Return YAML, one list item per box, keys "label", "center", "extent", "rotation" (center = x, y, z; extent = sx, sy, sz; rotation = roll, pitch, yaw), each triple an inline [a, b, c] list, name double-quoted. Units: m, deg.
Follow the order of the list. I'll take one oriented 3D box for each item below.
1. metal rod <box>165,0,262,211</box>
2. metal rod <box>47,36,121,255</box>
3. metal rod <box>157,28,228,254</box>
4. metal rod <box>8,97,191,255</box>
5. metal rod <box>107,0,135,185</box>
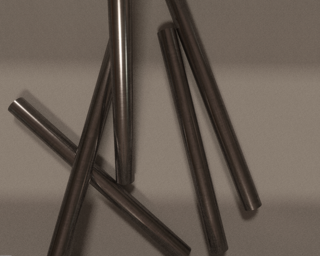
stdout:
- label: "metal rod"
  center: [0.071, -0.035, 0.412]
  extent: [0.025, 0.025, 0.299]
  rotation: [-21, 90, 0]
- label: "metal rod"
  center: [-0.090, 0.026, 0.388]
  extent: [0.025, 0.025, 0.299]
  rotation: [14, 81, -1]
- label: "metal rod"
  center: [0.043, 0.017, 0.412]
  extent: [0.025, 0.025, 0.298]
  rotation: [-14, 90, 0]
- label: "metal rod"
  center: [-0.079, 0.069, 0.410]
  extent: [0.300, 0.025, 0.025]
  rotation: [42, 90, -1]
- label: "metal rod"
  center: [-0.043, -0.065, 0.348]
  extent: [0.025, 0.025, 0.298]
  rotation: [1, 116, 0]
